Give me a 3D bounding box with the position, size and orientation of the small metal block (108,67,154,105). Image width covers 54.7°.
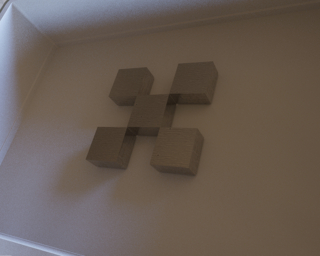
[{"bbox_3d":[-0.042,-0.062,0.464,0.050,0.025,0.050,2,62,29],"label":"small metal block"}]

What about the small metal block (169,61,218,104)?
[{"bbox_3d":[0.046,-0.060,0.416,0.050,0.025,0.050,3,63,29],"label":"small metal block"}]

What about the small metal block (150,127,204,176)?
[{"bbox_3d":[0.021,0.027,0.375,0.050,0.025,0.050,2,62,29],"label":"small metal block"}]

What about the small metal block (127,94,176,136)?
[{"bbox_3d":[-0.011,-0.017,0.419,0.050,0.025,0.050,1,62,28],"label":"small metal block"}]

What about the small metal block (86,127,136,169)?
[{"bbox_3d":[-0.066,0.026,0.422,0.050,0.025,0.050,1,62,28],"label":"small metal block"}]
